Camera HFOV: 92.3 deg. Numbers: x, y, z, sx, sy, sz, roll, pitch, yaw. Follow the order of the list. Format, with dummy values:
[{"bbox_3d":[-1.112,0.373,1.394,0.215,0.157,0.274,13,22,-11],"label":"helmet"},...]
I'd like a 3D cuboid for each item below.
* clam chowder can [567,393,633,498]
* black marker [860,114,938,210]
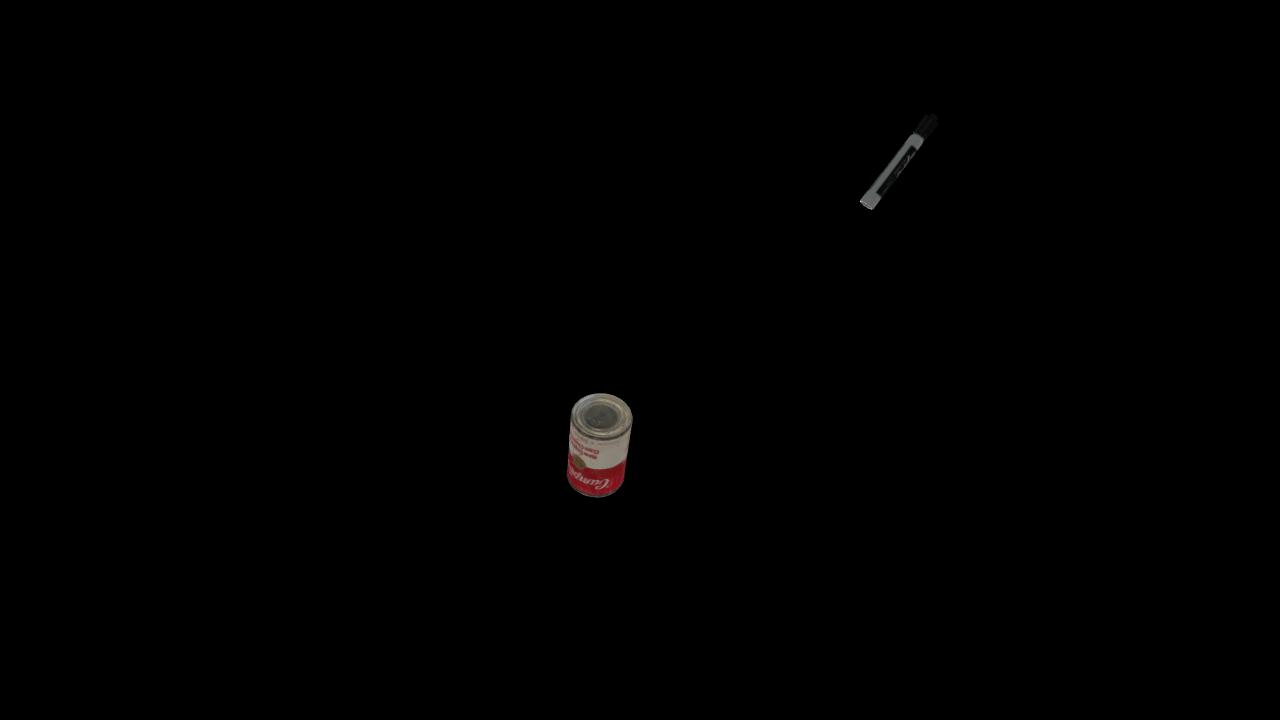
[{"bbox_3d":[-0.045,0.095,0.681,0.068,0.102,0.068,5,41,-5],"label":"clam chowder can"},{"bbox_3d":[0.299,-0.229,0.709,0.020,0.121,0.020,35,10,-7],"label":"black marker"}]
